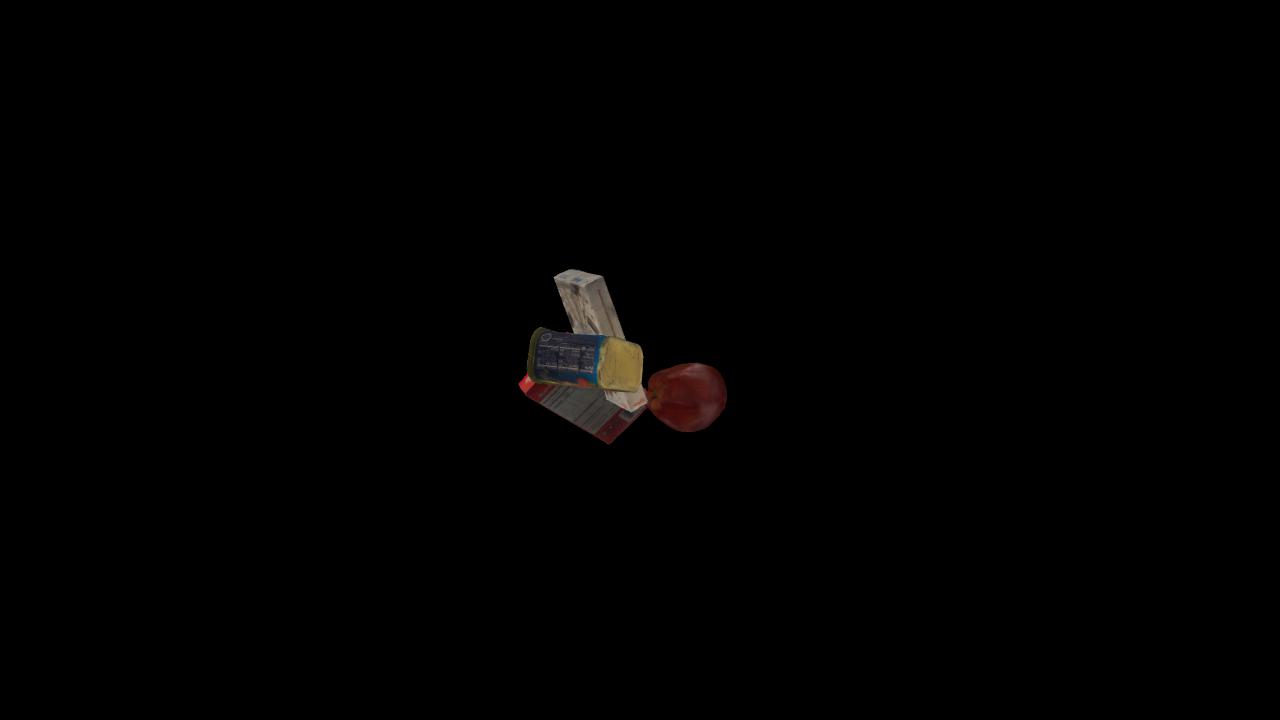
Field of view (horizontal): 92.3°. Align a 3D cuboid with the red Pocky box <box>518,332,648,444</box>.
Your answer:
[{"bbox_3d":[-0.058,0.036,0.711,0.155,0.083,0.028,39,9,-44],"label":"red Pocky box"}]

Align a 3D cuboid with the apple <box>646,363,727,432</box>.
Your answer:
[{"bbox_3d":[0.053,0.042,0.695,0.093,0.079,0.079,2,-1,-37],"label":"apple"}]

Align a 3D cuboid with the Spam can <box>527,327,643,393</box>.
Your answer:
[{"bbox_3d":[-0.053,0.002,0.640,0.085,0.058,0.101,5,-3,24],"label":"Spam can"}]

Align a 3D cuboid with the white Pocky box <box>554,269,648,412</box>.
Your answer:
[{"bbox_3d":[-0.043,-0.022,0.674,0.028,0.154,0.084,-29,26,-23],"label":"white Pocky box"}]
